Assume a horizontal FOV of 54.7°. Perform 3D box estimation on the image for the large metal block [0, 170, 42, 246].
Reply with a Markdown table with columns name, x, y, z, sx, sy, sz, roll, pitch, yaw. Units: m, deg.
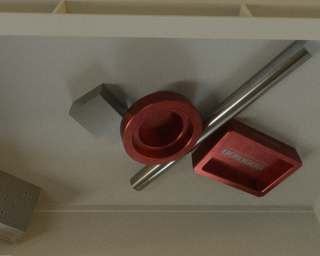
| name | x | y | z | sx | sy | sz | roll | pitch | yaw |
| --- | --- | --- | --- | --- | --- | --- | --- | --- | --- |
| large metal block | -0.240 | 0.119 | 0.471 | 0.080 | 0.080 | 0.050 | 33 | 123 | -25 |

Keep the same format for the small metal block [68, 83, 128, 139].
| name | x | y | z | sx | sy | sz | roll | pitch | yaw |
| --- | --- | --- | --- | --- | --- | --- | --- | --- | --- |
| small metal block | -0.076 | -0.020 | 0.391 | 0.050 | 0.025 | 0.050 | -28 | 125 | 21 |

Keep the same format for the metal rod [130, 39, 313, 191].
| name | x | y | z | sx | sy | sz | roll | pitch | yaw |
| --- | --- | --- | --- | --- | --- | --- | --- | --- | --- |
| metal rod | 0.060 | 0.000 | 0.409 | 0.025 | 0.025 | 0.299 | 33 | 123 | -25 |

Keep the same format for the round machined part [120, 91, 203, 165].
| name | x | y | z | sx | sy | sz | roll | pitch | yaw |
| --- | --- | --- | --- | --- | --- | --- | --- | --- | --- |
| round machined part | -0.001 | -0.004 | 0.384 | 0.099 | 0.042 | 0.097 | -10 | 129 | -13 |

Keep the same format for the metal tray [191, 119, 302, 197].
| name | x | y | z | sx | sy | sz | roll | pitch | yaw |
| --- | --- | --- | --- | --- | --- | --- | --- | --- | --- |
| metal tray | 0.123 | 0.046 | 0.447 | 0.131 | 0.030 | 0.089 | 23 | 126 | -19 |
